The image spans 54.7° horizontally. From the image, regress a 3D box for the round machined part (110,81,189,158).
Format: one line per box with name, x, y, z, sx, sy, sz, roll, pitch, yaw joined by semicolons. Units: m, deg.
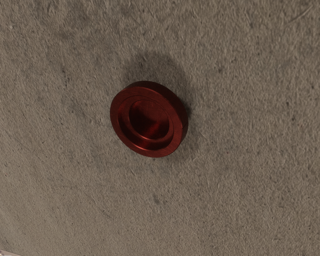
round machined part;-0.010;-0.014;0.391;0.098;0.042;0.097;13;124;20
